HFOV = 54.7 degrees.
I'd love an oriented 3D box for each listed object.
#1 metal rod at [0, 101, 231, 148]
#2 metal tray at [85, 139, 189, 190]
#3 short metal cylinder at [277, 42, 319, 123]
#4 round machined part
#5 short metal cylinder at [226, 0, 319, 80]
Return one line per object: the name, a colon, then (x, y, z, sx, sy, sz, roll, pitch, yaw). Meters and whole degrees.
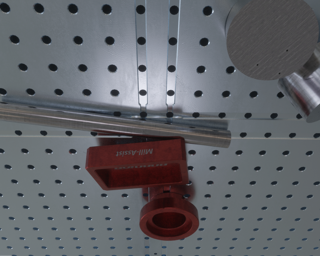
metal rod: (-0.055, -0.003, 0.407, 0.302, 0.025, 0.025, 7, 130, -7)
metal tray: (-0.027, 0.054, 0.435, 0.131, 0.030, 0.090, -5, 149, 5)
short metal cylinder: (0.176, -0.050, 0.331, 0.080, 0.050, 0.080, -24, 154, -12)
round machined part: (0.015, 0.147, 0.525, 0.099, 0.042, 0.097, 0, 130, 0)
short metal cylinder: (0.106, -0.094, 0.305, 0.080, 0.050, 0.079, 5, 121, 8)
